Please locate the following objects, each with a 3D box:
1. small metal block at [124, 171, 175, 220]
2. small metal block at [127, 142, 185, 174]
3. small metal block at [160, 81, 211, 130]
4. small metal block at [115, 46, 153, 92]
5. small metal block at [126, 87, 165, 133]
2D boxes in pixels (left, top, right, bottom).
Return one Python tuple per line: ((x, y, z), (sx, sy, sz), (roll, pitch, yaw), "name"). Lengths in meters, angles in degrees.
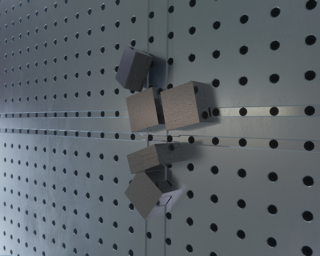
((-0.015, 0.087, 0.423), (0.050, 0.025, 0.050), (45, 117, 30), "small metal block")
((-0.005, 0.039, 0.399), (0.050, 0.050, 0.025), (-24, 75, 37), "small metal block")
((0.031, -0.026, 0.385), (0.050, 0.025, 0.050), (-14, 81, 39), "small metal block")
((-0.037, -0.082, 0.429), (0.050, 0.025, 0.050), (47, 121, 58), "small metal block")
((-0.017, -0.024, 0.424), (0.050, 0.025, 0.050), (-17, 80, 39), "small metal block")
